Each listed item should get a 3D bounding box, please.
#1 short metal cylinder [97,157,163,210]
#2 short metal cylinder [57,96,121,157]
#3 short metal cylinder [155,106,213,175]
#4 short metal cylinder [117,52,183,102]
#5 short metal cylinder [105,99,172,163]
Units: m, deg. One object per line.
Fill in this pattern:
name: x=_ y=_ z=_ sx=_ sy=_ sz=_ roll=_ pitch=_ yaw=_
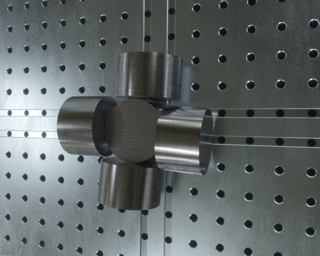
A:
short metal cylinder: x=-0.037 y=0.068 z=0.395 sx=0.080 sy=0.080 sz=0.050 roll=7 pitch=92 yaw=20
short metal cylinder: x=-0.092 y=-0.003 z=0.416 sx=0.050 sy=0.080 sz=0.079 roll=2 pitch=91 yaw=19
short metal cylinder: x=0.031 y=0.014 z=0.372 sx=0.050 sy=0.080 sz=0.079 roll=4 pitch=92 yaw=19
short metal cylinder: x=-0.013 y=-0.061 z=0.387 sx=0.080 sy=0.080 sz=0.050 roll=3 pitch=91 yaw=20
short metal cylinder: x=-0.025 y=0.003 z=0.409 sx=0.080 sy=0.050 sz=0.080 roll=0 pitch=90 yaw=18
